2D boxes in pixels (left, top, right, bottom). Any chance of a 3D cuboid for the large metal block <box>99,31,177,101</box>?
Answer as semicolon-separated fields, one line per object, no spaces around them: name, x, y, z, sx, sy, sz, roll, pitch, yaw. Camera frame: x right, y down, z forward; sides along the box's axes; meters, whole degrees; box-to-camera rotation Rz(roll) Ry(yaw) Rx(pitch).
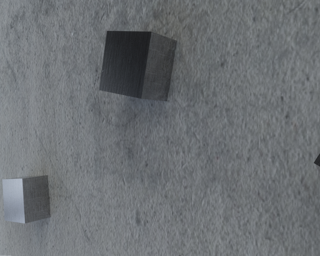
large metal block;-0.031;-0.082;0.412;0.080;0.050;0.079;15;100;38

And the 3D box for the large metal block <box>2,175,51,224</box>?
large metal block;-0.259;0.135;0.598;0.080;0.050;0.080;-9;84;39

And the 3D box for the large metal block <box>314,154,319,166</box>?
large metal block;0.183;0.013;0.237;0.080;0.050;0.079;36;112;34
